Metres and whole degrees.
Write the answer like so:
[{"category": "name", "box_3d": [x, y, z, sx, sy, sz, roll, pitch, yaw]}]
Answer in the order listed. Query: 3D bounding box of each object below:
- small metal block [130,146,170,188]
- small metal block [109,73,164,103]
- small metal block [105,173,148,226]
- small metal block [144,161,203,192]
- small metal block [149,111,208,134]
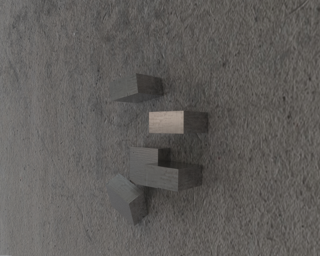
[{"category": "small metal block", "box_3d": [-0.014, 0.051, 0.416, 0.050, 0.025, 0.050, 1, 91, 40]}, {"category": "small metal block", "box_3d": [-0.031, -0.052, 0.414, 0.050, 0.050, 0.025, -11, 83, 39]}, {"category": "small metal block", "box_3d": [-0.046, 0.099, 0.428, 0.050, 0.025, 0.050, 29, 141, 36]}, {"category": "small metal block", "box_3d": [0.017, 0.057, 0.375, 0.050, 0.050, 0.025, 3, 92, 40]}, {"category": "small metal block", "box_3d": [0.022, -0.007, 0.370, 0.050, 0.050, 0.025, 0, 90, 40]}]
